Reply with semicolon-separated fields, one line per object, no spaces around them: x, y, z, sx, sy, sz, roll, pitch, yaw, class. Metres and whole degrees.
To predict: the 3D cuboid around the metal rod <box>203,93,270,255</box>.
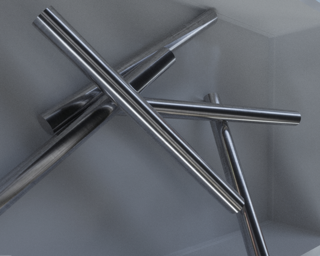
0.104;0.082;0.409;0.025;0.025;0.299;15;53;-39;metal rod

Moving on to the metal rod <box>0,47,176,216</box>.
-0.089;0.009;0.313;0.301;0.025;0.025;-44;117;-24;metal rod

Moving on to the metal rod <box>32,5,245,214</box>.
-0.006;-0.003;0.331;0.300;0.025;0.025;45;63;-21;metal rod

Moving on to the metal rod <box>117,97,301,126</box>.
0.079;-0.021;0.428;0.303;0.025;0.025;3;89;-26;metal rod

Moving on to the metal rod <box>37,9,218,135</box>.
-0.019;-0.086;0.392;0.302;0.025;0.025;-41;115;-33;metal rod
